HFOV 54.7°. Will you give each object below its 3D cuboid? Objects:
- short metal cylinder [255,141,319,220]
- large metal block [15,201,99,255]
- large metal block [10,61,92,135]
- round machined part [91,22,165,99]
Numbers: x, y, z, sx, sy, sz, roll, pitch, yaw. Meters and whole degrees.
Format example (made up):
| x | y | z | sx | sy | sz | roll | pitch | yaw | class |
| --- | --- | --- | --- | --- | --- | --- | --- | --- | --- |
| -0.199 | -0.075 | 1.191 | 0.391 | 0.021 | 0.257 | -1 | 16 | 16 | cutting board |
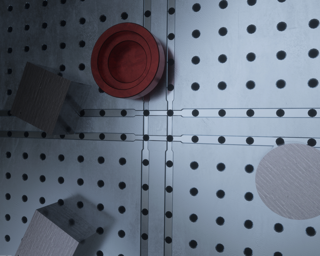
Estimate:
| x | y | z | sx | sy | sz | roll | pitch | yaw | class |
| --- | --- | --- | --- | --- | --- | --- | --- | --- | --- |
| 0.150 | 0.056 | 0.346 | 0.080 | 0.050 | 0.080 | 0 | 90 | 20 | short metal cylinder |
| -0.150 | 0.168 | 0.452 | 0.080 | 0.050 | 0.080 | 30 | 100 | 17 | large metal block |
| -0.160 | -0.042 | 0.456 | 0.080 | 0.050 | 0.080 | 24 | 98 | 18 | large metal block |
| -0.040 | -0.087 | 0.418 | 0.098 | 0.042 | 0.097 | 0 | 90 | 20 | round machined part |
